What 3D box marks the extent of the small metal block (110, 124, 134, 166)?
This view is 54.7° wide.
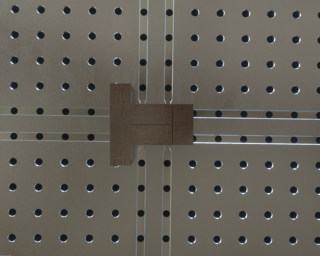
[{"bbox_3d":[-0.048,0.020,0.400,0.025,0.050,0.050,0,90,0],"label":"small metal block"}]

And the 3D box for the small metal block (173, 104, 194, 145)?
[{"bbox_3d":[0.028,-0.004,0.401,0.025,0.050,0.050,0,90,0],"label":"small metal block"}]

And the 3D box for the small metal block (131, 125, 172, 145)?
[{"bbox_3d":[-0.010,0.008,0.400,0.050,0.050,0.025,0,90,-1],"label":"small metal block"}]

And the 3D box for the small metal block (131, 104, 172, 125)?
[{"bbox_3d":[-0.010,-0.017,0.400,0.050,0.050,0.025,0,90,-1],"label":"small metal block"}]

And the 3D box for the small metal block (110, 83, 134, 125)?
[{"bbox_3d":[-0.048,-0.029,0.399,0.025,0.050,0.050,0,90,0],"label":"small metal block"}]
